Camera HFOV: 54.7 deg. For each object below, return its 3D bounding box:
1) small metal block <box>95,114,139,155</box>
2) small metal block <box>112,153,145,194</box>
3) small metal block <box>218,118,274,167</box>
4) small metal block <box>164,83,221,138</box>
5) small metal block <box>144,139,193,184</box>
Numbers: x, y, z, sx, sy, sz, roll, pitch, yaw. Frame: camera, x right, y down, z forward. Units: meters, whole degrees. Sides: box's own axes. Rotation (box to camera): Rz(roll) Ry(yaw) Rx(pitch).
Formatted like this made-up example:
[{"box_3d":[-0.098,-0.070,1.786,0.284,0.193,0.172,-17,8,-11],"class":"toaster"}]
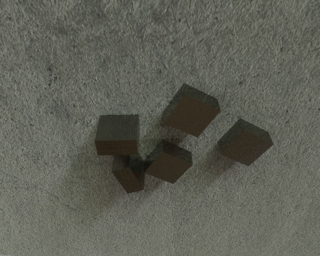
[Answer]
[{"box_3d":[-0.053,0.008,0.397,0.050,0.050,0.025,-1,130,1],"class":"small metal block"},{"box_3d":[-0.043,0.055,0.437,0.025,0.050,0.050,-16,128,13],"class":"small metal block"},{"box_3d":[0.116,0.021,0.426,0.050,0.025,0.050,24,126,-19],"class":"small metal block"},{"box_3d":[0.039,-0.021,0.389,0.050,0.025,0.050,23,126,-19],"class":"small metal block"},{"box_3d":[0.012,0.050,0.450,0.050,0.025,0.050,25,126,-20],"class":"small metal block"}]
